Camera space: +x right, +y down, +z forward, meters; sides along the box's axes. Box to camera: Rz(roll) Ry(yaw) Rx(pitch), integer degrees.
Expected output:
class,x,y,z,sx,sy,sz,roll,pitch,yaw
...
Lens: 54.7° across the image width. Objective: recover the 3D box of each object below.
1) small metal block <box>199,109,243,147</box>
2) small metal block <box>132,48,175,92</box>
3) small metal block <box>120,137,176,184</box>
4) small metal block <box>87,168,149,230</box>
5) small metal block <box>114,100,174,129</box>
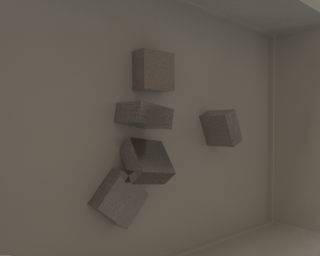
class,x,y,z,sx,sy,sz,roll,pitch,yaw
small metal block,0.092,0.000,0.470,0.025,0.050,0.050,-29,108,-37
small metal block,-0.008,-0.073,0.402,0.050,0.025,0.050,-1,91,-40
small metal block,-0.015,0.041,0.378,0.050,0.025,0.050,9,43,-40
small metal block,-0.048,0.084,0.368,0.050,0.025,0.050,48,62,-30
small metal block,-0.020,-0.015,0.376,0.050,0.050,0.025,12,83,-40
